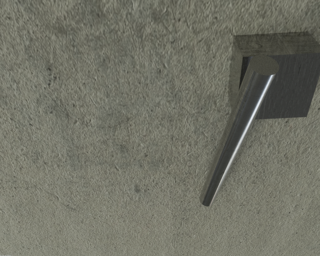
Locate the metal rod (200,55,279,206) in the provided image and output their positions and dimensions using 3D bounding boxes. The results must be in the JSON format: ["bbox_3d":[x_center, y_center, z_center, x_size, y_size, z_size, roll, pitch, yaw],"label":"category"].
[{"bbox_3d":[0.083,0.031,0.387,0.025,0.025,0.298,2,145,-2],"label":"metal rod"}]

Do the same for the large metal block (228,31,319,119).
[{"bbox_3d":[0.123,-0.057,0.344,0.080,0.050,0.080,-3,130,2],"label":"large metal block"}]
